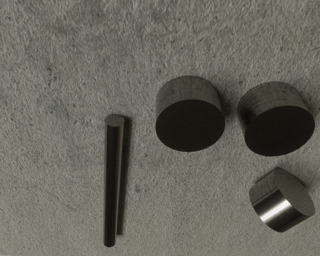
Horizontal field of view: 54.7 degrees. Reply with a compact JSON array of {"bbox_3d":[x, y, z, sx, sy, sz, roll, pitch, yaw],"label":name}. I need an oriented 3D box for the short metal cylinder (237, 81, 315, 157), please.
[{"bbox_3d":[0.140,-0.010,0.383,0.081,0.050,0.079,0,130,0],"label":"short metal cylinder"}]

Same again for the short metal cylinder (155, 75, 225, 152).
[{"bbox_3d":[0.035,-0.017,0.377,0.081,0.050,0.079,0,130,0],"label":"short metal cylinder"}]

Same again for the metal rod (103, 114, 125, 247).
[{"bbox_3d":[-0.077,0.103,0.493,0.025,0.025,0.298,5,130,-5],"label":"metal rod"}]

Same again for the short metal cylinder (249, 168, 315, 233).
[{"bbox_3d":[0.182,0.108,0.465,0.080,0.080,0.050,27,125,-21],"label":"short metal cylinder"}]
